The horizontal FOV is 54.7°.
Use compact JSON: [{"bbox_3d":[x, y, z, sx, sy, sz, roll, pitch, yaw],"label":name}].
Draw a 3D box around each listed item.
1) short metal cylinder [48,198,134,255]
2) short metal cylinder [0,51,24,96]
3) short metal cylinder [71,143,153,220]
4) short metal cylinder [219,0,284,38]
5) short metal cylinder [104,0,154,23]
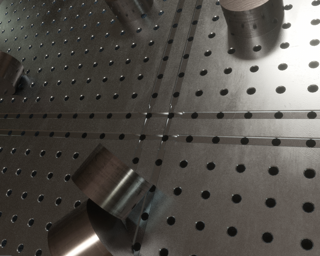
[{"bbox_3d":[-0.073,0.122,0.335,0.050,0.080,0.080,-36,51,4],"label":"short metal cylinder"},{"bbox_3d":[-0.313,-0.106,0.599,0.080,0.080,0.050,-5,60,25],"label":"short metal cylinder"},{"bbox_3d":[-0.055,0.062,0.363,0.080,0.080,0.050,33,80,38],"label":"short metal cylinder"},{"bbox_3d":[0.128,-0.173,0.431,0.080,0.050,0.080,-13,56,20],"label":"short metal cylinder"},{"bbox_3d":[-0.059,-0.242,0.570,0.080,0.050,0.080,-13,56,20],"label":"short metal cylinder"}]
